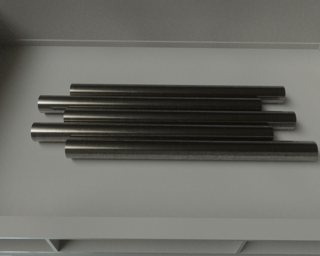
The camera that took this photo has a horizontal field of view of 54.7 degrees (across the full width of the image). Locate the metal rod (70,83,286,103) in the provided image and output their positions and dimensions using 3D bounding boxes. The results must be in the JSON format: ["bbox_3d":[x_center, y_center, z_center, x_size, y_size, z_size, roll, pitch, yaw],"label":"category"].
[{"bbox_3d":[0.025,-0.050,0.445,0.302,0.025,0.025,1,50,0],"label":"metal rod"}]

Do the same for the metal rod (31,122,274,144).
[{"bbox_3d":[-0.009,0.007,0.397,0.302,0.025,0.025,1,50,0],"label":"metal rod"}]

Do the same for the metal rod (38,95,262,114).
[{"bbox_3d":[-0.013,-0.031,0.429,0.302,0.025,0.025,1,50,0],"label":"metal rod"}]

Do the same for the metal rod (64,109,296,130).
[{"bbox_3d":[0.026,-0.012,0.414,0.302,0.025,0.025,1,50,0],"label":"metal rod"}]

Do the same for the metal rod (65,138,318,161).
[{"bbox_3d":[0.038,0.027,0.381,0.302,0.025,0.025,1,50,0],"label":"metal rod"}]
